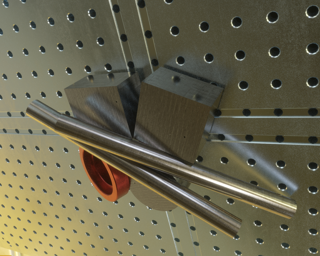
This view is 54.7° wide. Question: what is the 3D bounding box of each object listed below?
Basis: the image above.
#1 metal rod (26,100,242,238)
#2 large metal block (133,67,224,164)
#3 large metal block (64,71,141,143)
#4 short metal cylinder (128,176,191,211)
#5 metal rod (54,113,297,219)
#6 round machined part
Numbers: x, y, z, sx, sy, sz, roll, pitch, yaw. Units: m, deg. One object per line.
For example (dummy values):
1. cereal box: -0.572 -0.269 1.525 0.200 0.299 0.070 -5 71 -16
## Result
1. metal rod: -0.038 0.047 0.389 0.301 0.025 0.025 30 128 8
2. large metal block: 0.020 -0.016 0.368 0.080 0.050 0.079 22 127 15
3. large metal block: -0.066 -0.025 0.405 0.080 0.050 0.080 1 119 27
4. short metal cylinder: 0.002 0.068 0.430 0.080 0.050 0.079 13 124 21
5. metal rod: 0.021 0.047 0.376 0.302 0.025 0.025 21 128 -2
6. round machined part: -0.074 0.055 0.454 0.098 0.042 0.097 33 137 37
